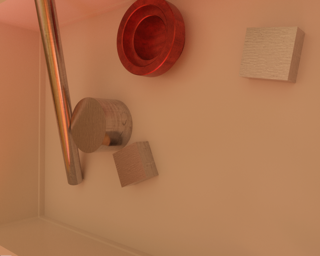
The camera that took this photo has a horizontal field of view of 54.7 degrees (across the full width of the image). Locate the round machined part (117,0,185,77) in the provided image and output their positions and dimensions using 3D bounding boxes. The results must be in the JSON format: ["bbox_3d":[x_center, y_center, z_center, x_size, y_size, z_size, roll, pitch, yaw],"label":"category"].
[{"bbox_3d":[-0.007,-0.114,0.400,0.098,0.042,0.097,0,90,39],"label":"round machined part"}]

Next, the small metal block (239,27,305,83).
[{"bbox_3d":[0.112,-0.074,0.313,0.050,0.025,0.050,14,99,39],"label":"small metal block"}]

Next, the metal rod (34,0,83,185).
[{"bbox_3d":[-0.145,-0.043,0.457,0.025,0.025,0.298,22,125,37],"label":"metal rod"}]

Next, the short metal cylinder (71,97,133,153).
[{"bbox_3d":[-0.087,-0.004,0.460,0.080,0.050,0.079,0,90,39],"label":"short metal cylinder"}]

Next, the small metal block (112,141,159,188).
[{"bbox_3d":[-0.035,0.051,0.434,0.050,0.025,0.050,-28,73,36],"label":"small metal block"}]
